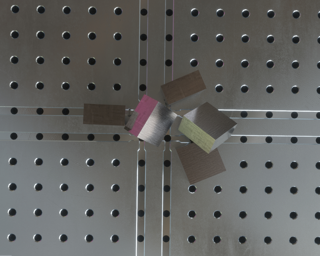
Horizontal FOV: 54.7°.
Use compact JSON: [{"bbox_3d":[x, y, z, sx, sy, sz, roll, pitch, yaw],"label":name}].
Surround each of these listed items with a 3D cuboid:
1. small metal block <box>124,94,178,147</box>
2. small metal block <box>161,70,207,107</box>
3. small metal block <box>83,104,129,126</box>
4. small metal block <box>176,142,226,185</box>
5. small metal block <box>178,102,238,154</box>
[{"bbox_3d":[-0.011,-0.008,0.398,0.025,0.050,0.050,31,90,35],"label":"small metal block"},{"bbox_3d":[0.029,-0.050,0.401,0.050,0.050,0.025,-23,90,0],"label":"small metal block"},{"bbox_3d":[-0.068,-0.016,0.400,0.050,0.050,0.025,3,90,-1],"label":"small metal block"},{"bbox_3d":[0.053,0.042,0.414,0.050,0.025,0.050,-22,90,-1],"label":"small metal block"},{"bbox_3d":[0.061,-0.002,0.393,0.050,0.025,0.050,39,46,23],"label":"small metal block"}]
